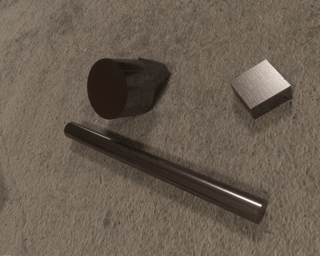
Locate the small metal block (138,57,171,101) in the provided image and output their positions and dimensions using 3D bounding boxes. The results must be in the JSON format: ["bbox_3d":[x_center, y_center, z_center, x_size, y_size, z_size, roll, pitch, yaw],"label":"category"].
[{"bbox_3d":[-0.021,-0.073,0.458,0.050,0.025,0.050,22,73,36],"label":"small metal block"}]

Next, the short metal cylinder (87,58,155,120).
[{"bbox_3d":[-0.054,-0.054,0.423,0.080,0.050,0.079,9,104,39],"label":"short metal cylinder"}]

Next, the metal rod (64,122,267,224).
[{"bbox_3d":[-0.018,0.042,0.386,0.300,0.025,0.025,19,72,34],"label":"metal rod"}]

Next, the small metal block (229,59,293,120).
[{"bbox_3d":[0.120,-0.046,0.369,0.050,0.025,0.050,-31,52,7],"label":"small metal block"}]
